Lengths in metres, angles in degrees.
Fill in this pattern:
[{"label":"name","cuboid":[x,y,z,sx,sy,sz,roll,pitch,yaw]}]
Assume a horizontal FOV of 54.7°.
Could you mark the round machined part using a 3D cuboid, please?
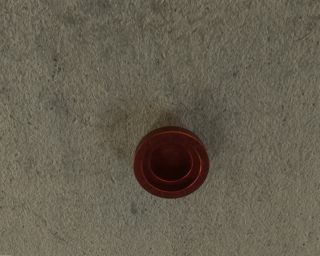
[{"label":"round machined part","cuboid":[0.014,0.042,0.418,0.099,0.042,0.097,0,110,-1]}]
